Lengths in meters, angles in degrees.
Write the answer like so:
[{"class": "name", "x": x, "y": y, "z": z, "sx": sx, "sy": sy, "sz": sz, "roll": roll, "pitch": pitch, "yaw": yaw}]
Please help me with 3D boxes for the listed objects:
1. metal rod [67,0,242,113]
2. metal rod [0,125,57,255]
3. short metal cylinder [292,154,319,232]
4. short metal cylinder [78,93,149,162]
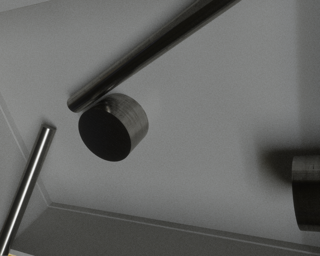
[{"class": "metal rod", "x": -0.017, "y": -0.087, "z": 0.362, "sx": 0.299, "sy": 0.025, "sz": 0.025, "roll": -27, "pitch": 104, "yaw": 37}, {"class": "metal rod", "x": -0.238, "y": 0.136, "z": 0.517, "sx": 0.025, "sy": 0.025, "sz": 0.298, "roll": 24, "pitch": 95, "yaw": 13}, {"class": "short metal cylinder", "x": 0.172, "y": 0.068, "z": 0.324, "sx": 0.050, "sy": 0.080, "sz": 0.080, "roll": -7, "pitch": 115, "yaw": 31}, {"class": "short metal cylinder", "x": -0.063, "y": -0.001, "z": 0.423, "sx": 0.080, "sy": 0.050, "sz": 0.079, "roll": 13, "pitch": 124, "yaw": 20}]
